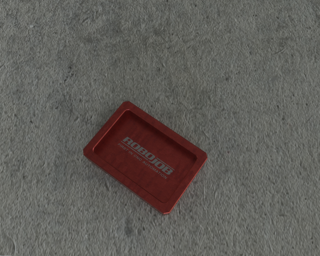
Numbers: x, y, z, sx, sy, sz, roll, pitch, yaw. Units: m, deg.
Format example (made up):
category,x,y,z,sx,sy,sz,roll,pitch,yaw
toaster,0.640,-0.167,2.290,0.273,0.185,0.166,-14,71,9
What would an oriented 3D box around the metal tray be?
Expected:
category,x,y,z,sx,sy,sz,roll,pitch,yaw
metal tray,-0.018,0.036,0.393,0.130,0.030,0.090,34,73,11
